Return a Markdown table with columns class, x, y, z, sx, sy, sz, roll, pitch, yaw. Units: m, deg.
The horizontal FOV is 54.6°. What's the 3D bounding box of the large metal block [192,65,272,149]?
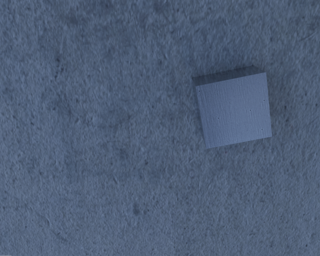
| class | x | y | z | sx | sy | sz | roll | pitch | yaw |
| --- | --- | --- | --- | --- | --- | --- | --- | --- | --- |
| large metal block | 0.088 | -0.027 | 0.387 | 0.080 | 0.050 | 0.080 | -11 | 110 | 4 |
